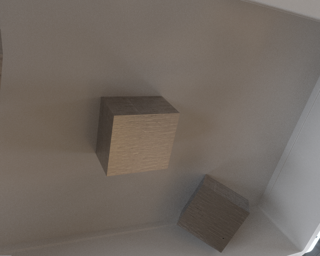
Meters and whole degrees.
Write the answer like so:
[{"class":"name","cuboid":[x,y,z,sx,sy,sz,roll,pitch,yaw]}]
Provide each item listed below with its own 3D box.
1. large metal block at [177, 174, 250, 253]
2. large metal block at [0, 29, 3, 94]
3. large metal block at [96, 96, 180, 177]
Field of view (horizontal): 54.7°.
[{"class":"large metal block","cuboid":[0.085,0.134,0.495,0.080,0.050,0.080,31,105,6]},{"class":"large metal block","cuboid":[-0.164,-0.039,0.259,0.050,0.080,0.079,3,117,-30]},{"class":"large metal block","cuboid":[-0.030,0.008,0.381,0.081,0.050,0.079,-3,120,-27]}]
